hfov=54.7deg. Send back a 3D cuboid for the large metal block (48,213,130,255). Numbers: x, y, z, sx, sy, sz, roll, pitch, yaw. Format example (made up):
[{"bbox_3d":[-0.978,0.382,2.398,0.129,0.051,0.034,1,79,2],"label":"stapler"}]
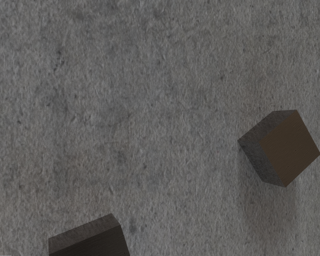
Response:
[{"bbox_3d":[-0.079,0.160,0.368,0.081,0.050,0.080,-18,96,-20],"label":"large metal block"}]

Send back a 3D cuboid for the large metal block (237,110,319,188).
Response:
[{"bbox_3d":[0.178,0.029,0.463,0.080,0.050,0.080,-37,102,-17],"label":"large metal block"}]
